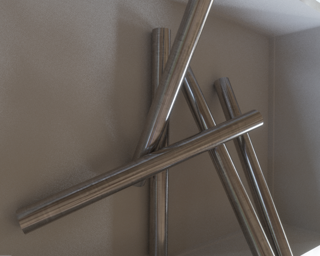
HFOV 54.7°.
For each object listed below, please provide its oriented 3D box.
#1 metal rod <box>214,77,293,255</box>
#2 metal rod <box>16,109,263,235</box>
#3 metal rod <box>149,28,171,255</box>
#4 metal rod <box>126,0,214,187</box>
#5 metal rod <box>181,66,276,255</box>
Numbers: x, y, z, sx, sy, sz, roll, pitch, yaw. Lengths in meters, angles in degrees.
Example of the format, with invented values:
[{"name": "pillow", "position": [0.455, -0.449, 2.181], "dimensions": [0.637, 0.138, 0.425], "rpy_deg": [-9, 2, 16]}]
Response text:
[{"name": "metal rod", "position": [0.131, 0.060, 0.438], "dimensions": [0.025, 0.025, 0.299], "rpy_deg": [6, 61, -40]}, {"name": "metal rod", "position": [-0.003, 0.039, 0.353], "dimensions": [0.302, 0.025, 0.025], "rpy_deg": [-22, 105, -22]}, {"name": "metal rod", "position": [0.000, 0.020, 0.408], "dimensions": [0.025, 0.025, 0.298], "rpy_deg": [1, 89, -40]}, {"name": "metal rod", "position": [0.019, -0.067, 0.341], "dimensions": [0.025, 0.025, 0.298], "rpy_deg": [5, 113, -40]}, {"name": "metal rod", "position": [0.085, 0.052, 0.402], "dimensions": [0.025, 0.025, 0.299], "rpy_deg": [-10, 72, -40]}]
